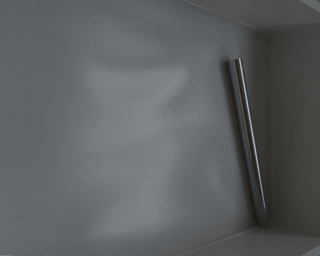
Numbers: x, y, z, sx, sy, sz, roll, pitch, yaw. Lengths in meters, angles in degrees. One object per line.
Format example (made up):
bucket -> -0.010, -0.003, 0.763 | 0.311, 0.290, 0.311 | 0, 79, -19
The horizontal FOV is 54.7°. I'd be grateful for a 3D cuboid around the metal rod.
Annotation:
metal rod -> 0.156, 0.029, 0.540 | 0.025, 0.025, 0.298 | -22, 104, -38
